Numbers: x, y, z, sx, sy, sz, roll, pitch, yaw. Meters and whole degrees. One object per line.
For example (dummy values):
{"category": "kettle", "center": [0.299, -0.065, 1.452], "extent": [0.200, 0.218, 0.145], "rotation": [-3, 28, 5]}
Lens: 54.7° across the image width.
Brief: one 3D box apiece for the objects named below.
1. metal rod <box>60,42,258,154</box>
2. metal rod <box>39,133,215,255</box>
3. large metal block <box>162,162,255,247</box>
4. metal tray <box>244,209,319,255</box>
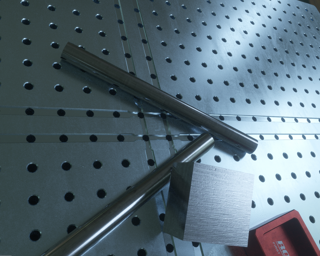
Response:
{"category": "metal rod", "center": [0.008, -0.037, 0.436], "extent": [0.301, 0.025, 0.025], "rotation": [26, 52, -12]}
{"category": "metal rod", "center": [-0.034, 0.082, 0.340], "extent": [0.302, 0.025, 0.025], "rotation": [-33, 80, -38]}
{"category": "large metal block", "center": [0.056, 0.086, 0.354], "extent": [0.081, 0.050, 0.080], "rotation": [14, 77, -22]}
{"category": "metal tray", "center": [0.167, 0.179, 0.388], "extent": [0.091, 0.030, 0.130], "rotation": [-11, 67, -33]}
